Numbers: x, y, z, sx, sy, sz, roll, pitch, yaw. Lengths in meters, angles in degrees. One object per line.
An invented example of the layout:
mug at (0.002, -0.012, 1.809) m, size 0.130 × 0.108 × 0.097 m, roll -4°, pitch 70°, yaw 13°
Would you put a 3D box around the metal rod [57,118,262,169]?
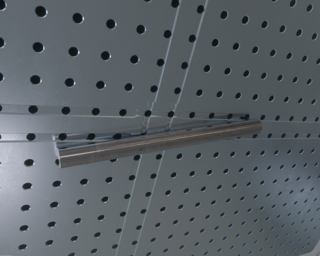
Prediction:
metal rod at (0.017, 0.016, 0.429) m, size 0.302 × 0.025 × 0.025 m, roll -8°, pitch 122°, yaw -24°
